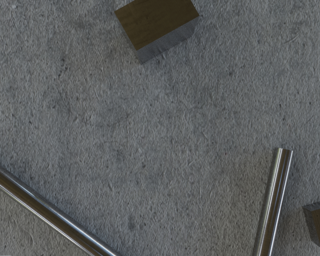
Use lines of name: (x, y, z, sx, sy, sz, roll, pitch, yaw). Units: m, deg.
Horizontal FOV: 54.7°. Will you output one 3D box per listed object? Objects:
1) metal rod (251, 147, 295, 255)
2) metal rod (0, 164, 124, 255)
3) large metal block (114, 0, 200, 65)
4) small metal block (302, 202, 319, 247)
metal rod: (0.134, 0.174, 0.411, 0.025, 0.025, 0.298, 12, 90, -1)
metal rod: (-0.149, 0.111, 0.408, 0.301, 0.025, 0.025, 37, 90, -1)
large metal block: (-0.004, -0.127, 0.382, 0.080, 0.080, 0.050, -29, 90, 0)
small metal block: (0.226, 0.125, 0.413, 0.050, 0.025, 0.050, -15, 90, -1)
